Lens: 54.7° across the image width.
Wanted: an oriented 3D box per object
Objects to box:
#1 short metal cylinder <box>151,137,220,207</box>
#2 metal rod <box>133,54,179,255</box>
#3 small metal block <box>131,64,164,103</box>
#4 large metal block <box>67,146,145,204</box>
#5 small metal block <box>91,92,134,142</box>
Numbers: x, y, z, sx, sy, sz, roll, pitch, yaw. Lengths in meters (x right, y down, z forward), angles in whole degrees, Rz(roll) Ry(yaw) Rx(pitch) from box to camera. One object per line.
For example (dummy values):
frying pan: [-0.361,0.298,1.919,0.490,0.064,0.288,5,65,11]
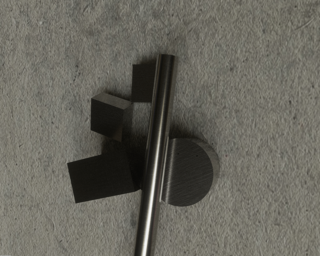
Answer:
short metal cylinder: [0.031,0.052,0.384,0.080,0.050,0.079,0,90,19]
metal rod: [-0.009,0.067,0.358,0.025,0.025,0.298,8,93,19]
small metal block: [-0.009,-0.058,0.411,0.050,0.025,0.050,3,91,19]
large metal block: [-0.057,0.057,0.399,0.080,0.080,0.050,-15,85,19]
small metal block: [-0.066,-0.015,0.421,0.050,0.025,0.050,20,122,18]
